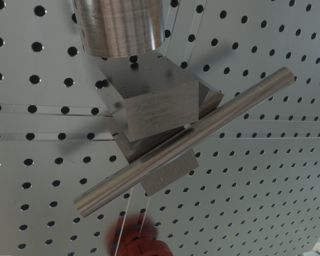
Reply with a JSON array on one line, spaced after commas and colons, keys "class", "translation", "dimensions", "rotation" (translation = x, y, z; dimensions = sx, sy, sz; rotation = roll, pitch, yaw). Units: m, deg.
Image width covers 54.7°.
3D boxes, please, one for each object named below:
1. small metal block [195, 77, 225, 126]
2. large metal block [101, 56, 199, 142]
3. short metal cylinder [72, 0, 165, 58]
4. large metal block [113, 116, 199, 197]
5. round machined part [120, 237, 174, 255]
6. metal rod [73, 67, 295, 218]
[{"class": "small metal block", "translation": [0.048, -0.034, 0.400], "dimensions": [0.025, 0.050, 0.050], "rotation": [15, 111, -34]}, {"class": "large metal block", "translation": [-0.012, -0.036, 0.346], "dimensions": [0.081, 0.080, 0.050], "rotation": [-17, 125, -19]}, {"class": "short metal cylinder", "translation": [-0.037, -0.105, 0.291], "dimensions": [0.081, 0.080, 0.050], "rotation": [-18, 126, -18]}, {"class": "large metal block", "translation": [-0.004, 0.032, 0.413], "dimensions": [0.080, 0.050, 0.080], "rotation": [-31, 129, -9]}, {"class": "round machined part", "translation": [-0.029, 0.225, 0.523], "dimensions": [0.099, 0.042, 0.097], "rotation": [-14, 124, -21]}, {"class": "metal rod", "translation": [0.035, 0.012, 0.372], "dimensions": [0.301, 0.025, 0.025], "rotation": [-32, 129, -8]}]
